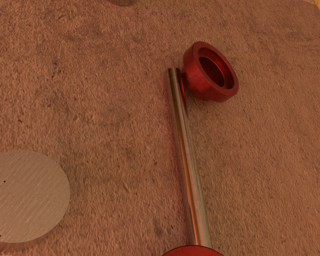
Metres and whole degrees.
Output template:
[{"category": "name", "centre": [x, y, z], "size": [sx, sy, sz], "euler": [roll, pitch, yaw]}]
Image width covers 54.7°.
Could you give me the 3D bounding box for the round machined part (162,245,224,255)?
[{"category": "round machined part", "centre": [0.031, 0.164, 0.295], "size": [0.099, 0.042, 0.098], "euler": [0, 68, 1]}]

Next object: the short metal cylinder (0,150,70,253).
[{"category": "short metal cylinder", "centre": [-0.127, 0.066, 0.279], "size": [0.081, 0.050, 0.080], "euler": [14, 56, -21]}]

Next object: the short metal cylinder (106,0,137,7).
[{"category": "short metal cylinder", "centre": [-0.064, -0.247, 0.505], "size": [0.081, 0.050, 0.080], "euler": [14, 56, -21]}]

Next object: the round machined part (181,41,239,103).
[{"category": "round machined part", "centre": [0.071, -0.080, 0.473], "size": [0.099, 0.042, 0.098], "euler": [25, 47, -30]}]

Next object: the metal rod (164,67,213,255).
[{"category": "metal rod", "centre": [0.036, 0.047, 0.395], "size": [0.025, 0.025, 0.299], "euler": [7, 58, -25]}]
